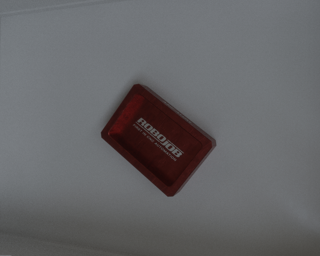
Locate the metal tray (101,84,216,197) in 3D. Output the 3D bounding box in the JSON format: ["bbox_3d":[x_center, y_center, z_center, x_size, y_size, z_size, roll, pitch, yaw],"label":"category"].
[{"bbox_3d":[-0.004,0.014,0.409,0.130,0.030,0.090,40,102,15],"label":"metal tray"}]
